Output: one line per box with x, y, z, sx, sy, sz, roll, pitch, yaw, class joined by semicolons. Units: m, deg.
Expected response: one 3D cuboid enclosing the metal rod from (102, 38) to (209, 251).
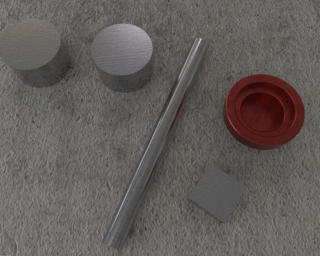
0.002;0.007;0.405;0.025;0.025;0.300;22;71;7;metal rod

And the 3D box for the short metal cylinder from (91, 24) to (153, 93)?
-0.050;-0.096;0.429;0.081;0.050;0.080;0;70;0;short metal cylinder

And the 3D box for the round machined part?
0.131;-0.018;0.406;0.099;0.042;0.098;0;70;0;round machined part

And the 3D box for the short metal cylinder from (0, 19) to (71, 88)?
-0.171;-0.103;0.431;0.081;0.050;0.080;0;70;0;short metal cylinder

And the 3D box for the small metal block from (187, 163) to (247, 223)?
0.068;0.080;0.379;0.050;0.025;0.050;34;73;11;small metal block
